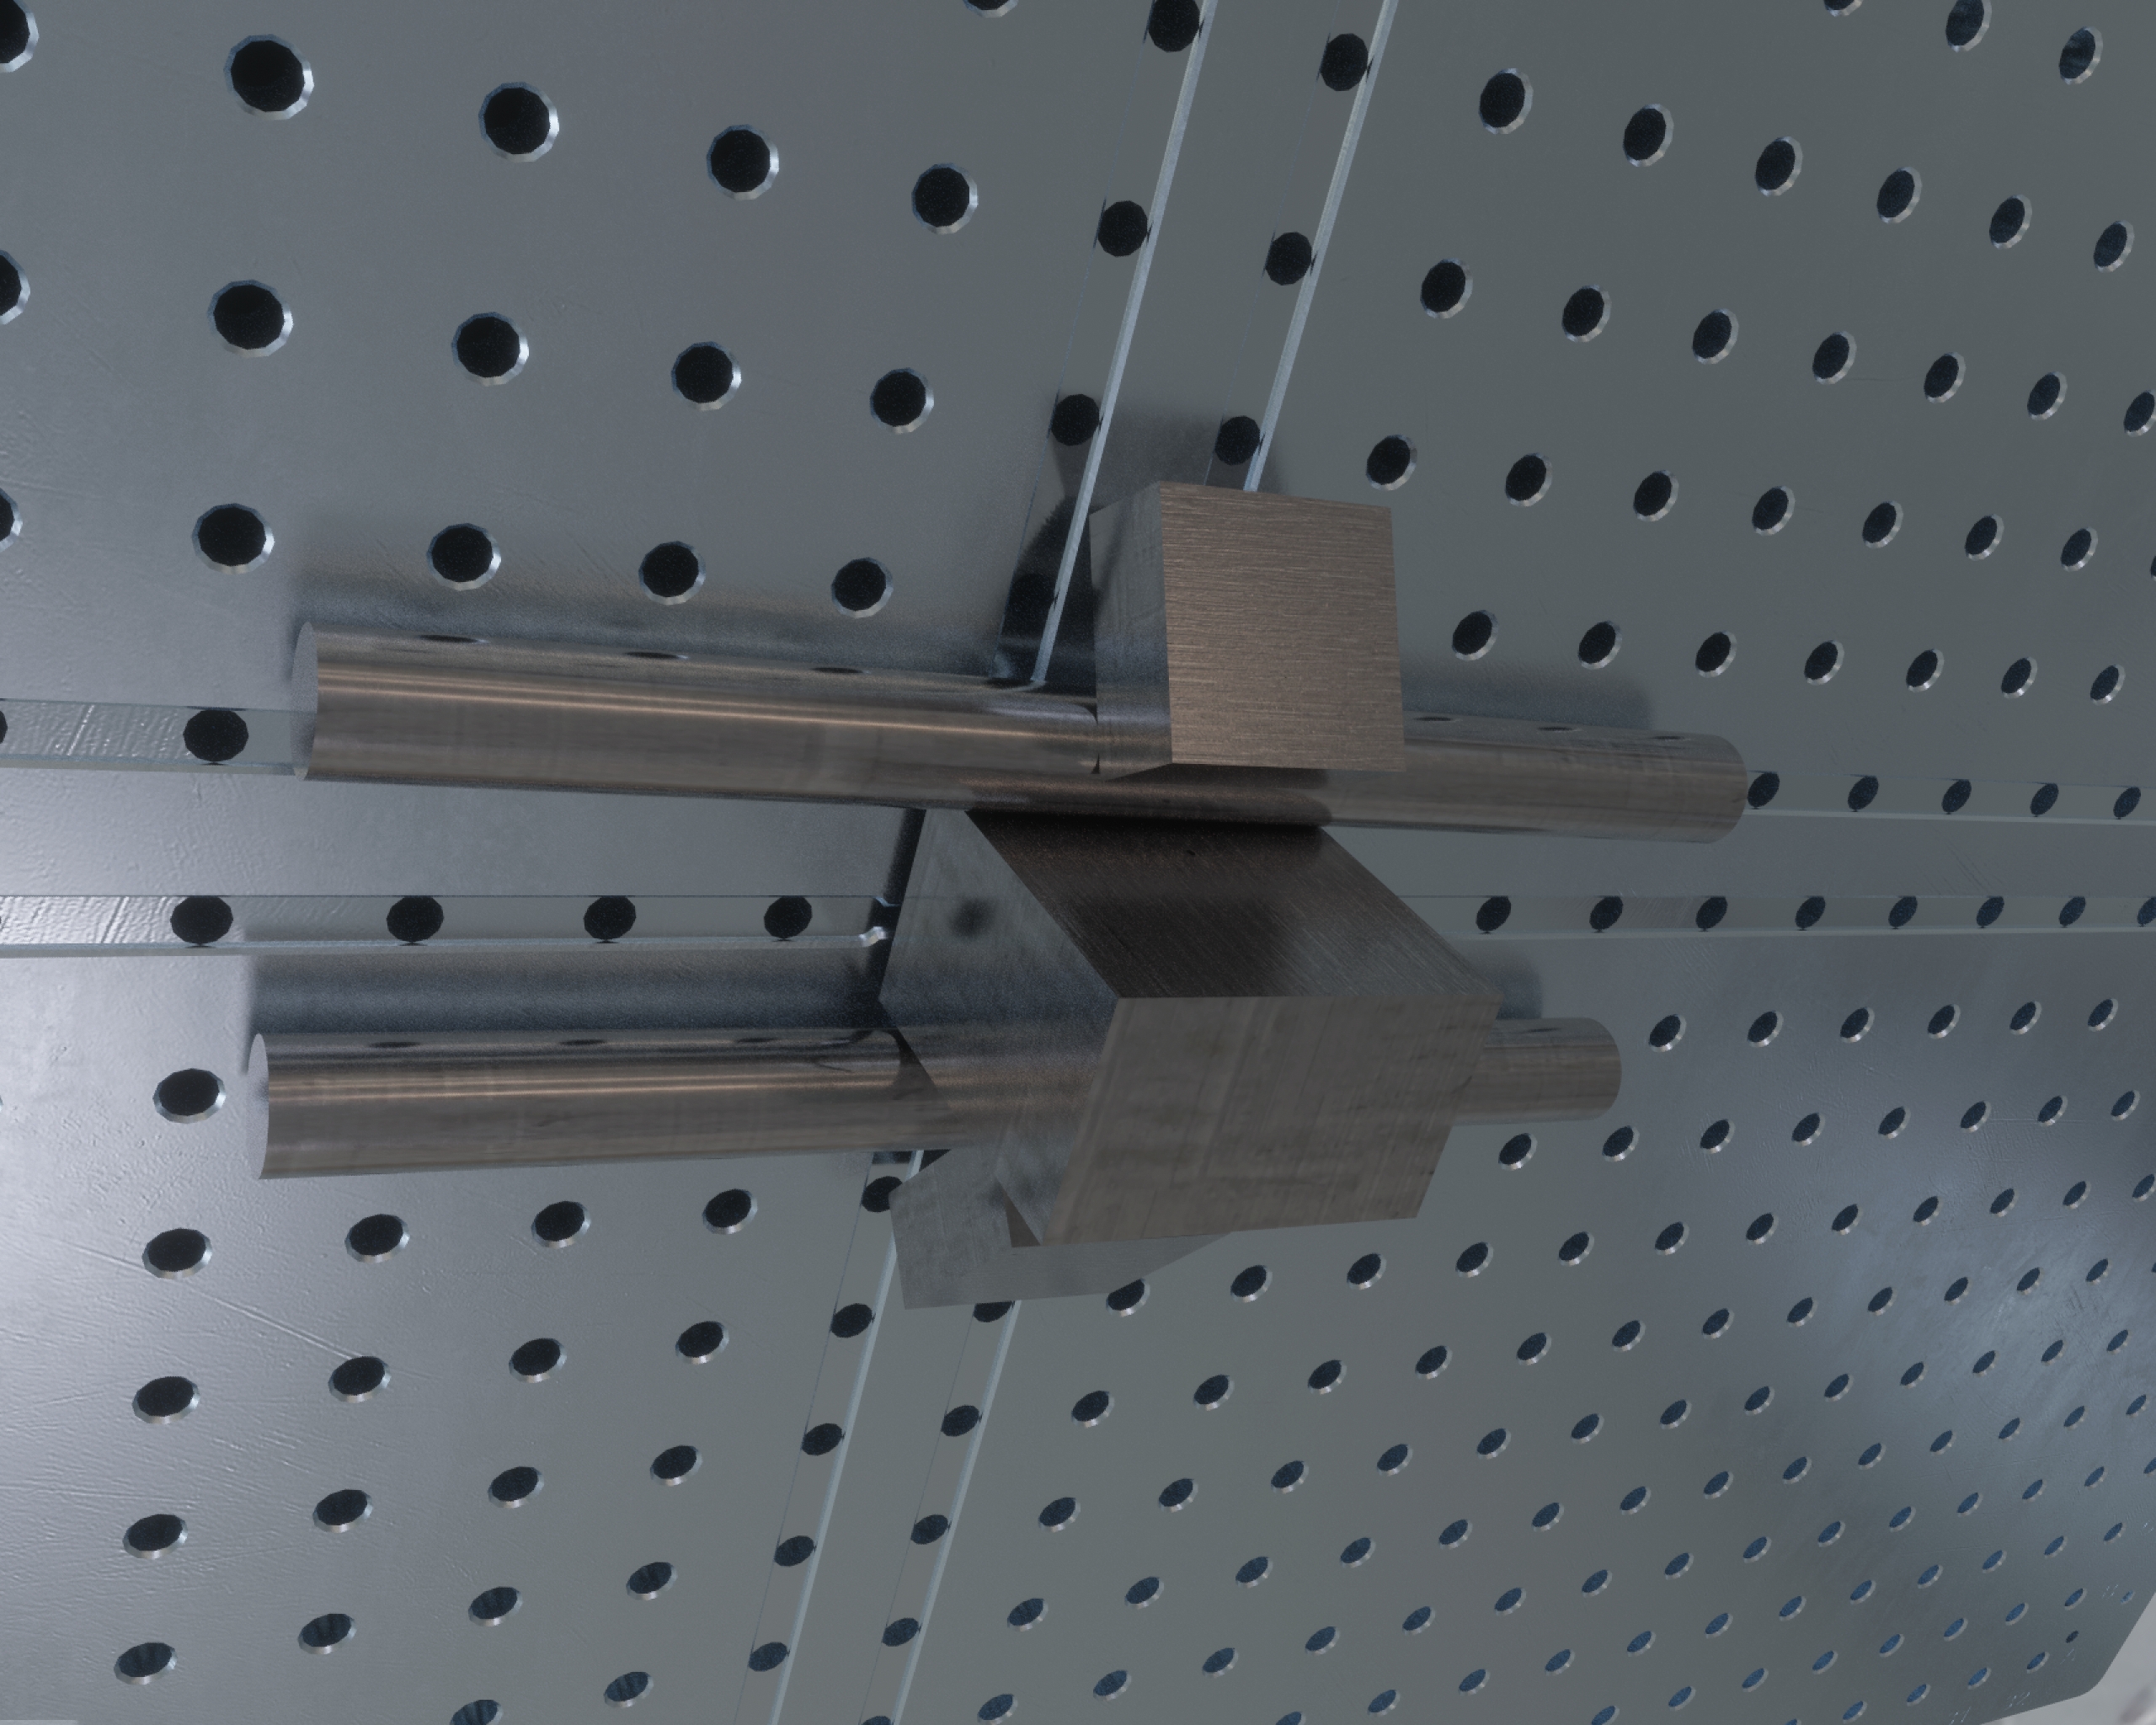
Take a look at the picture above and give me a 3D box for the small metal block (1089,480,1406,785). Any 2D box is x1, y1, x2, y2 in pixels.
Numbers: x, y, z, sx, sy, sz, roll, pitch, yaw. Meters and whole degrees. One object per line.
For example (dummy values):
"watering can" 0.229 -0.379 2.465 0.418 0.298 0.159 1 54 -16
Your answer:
"small metal block" 0.031 -0.040 0.384 0.050 0.025 0.050 1 84 -29

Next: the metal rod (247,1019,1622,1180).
"metal rod" -0.009 0.046 0.431 0.303 0.025 0.025 2 118 -30

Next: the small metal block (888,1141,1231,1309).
"small metal block" -0.005 0.073 0.434 0.050 0.025 0.050 2 155 -30

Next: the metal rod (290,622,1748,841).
"metal rod" 0.011 -0.021 0.399 0.303 0.025 0.025 2 118 -30

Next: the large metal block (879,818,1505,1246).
"large metal block" 0.019 0.025 0.396 0.081 0.080 0.050 2 118 -29
